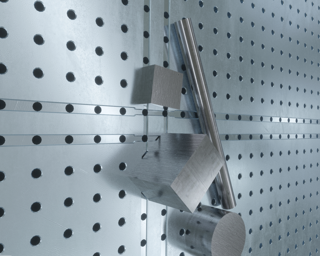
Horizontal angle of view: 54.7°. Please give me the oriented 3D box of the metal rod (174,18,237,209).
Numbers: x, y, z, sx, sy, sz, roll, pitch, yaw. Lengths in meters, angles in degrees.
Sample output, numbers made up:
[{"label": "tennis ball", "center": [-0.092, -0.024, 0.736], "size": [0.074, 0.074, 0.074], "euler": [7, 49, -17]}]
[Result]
[{"label": "metal rod", "center": [0.072, -0.013, 0.471], "size": [0.025, 0.025, 0.298], "euler": [-27, 107, -37]}]

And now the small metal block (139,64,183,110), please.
[{"label": "small metal block", "center": [0.002, -0.052, 0.413], "size": [0.050, 0.025, 0.050], "euler": [10, 84, -40]}]

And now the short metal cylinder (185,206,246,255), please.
[{"label": "short metal cylinder", "center": [0.084, 0.162, 0.467], "size": [0.081, 0.050, 0.079], "euler": [0, 90, -40]}]

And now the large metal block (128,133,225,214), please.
[{"label": "large metal block", "center": [0.021, 0.052, 0.393], "size": [0.080, 0.080, 0.050], "euler": [-51, 121, -28]}]
